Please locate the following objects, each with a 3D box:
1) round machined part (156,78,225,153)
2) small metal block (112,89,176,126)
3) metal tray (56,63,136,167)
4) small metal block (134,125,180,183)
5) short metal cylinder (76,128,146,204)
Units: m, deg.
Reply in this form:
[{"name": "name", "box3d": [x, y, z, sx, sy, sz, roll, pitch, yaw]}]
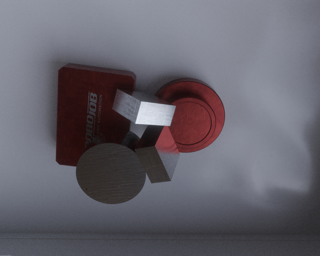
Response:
[{"name": "round machined part", "box3d": [0.034, -0.012, 0.396, 0.099, 0.042, 0.097, 0, 110, -1]}, {"name": "small metal block", "box3d": [-0.019, -0.024, 0.360, 0.050, 0.050, 0.025, 3, 109, -41]}, {"name": "metal tray", "box3d": [-0.083, -0.012, 0.399, 0.091, 0.030, 0.129, 7, 110, -3]}, {"name": "small metal block", "box3d": [-0.001, 0.029, 0.365, 0.025, 0.050, 0.050, -12, 118, 24]}, {"name": "short metal cylinder", "box3d": [-0.057, 0.045, 0.380, 0.081, 0.050, 0.079, 0, 110, -1]}]
